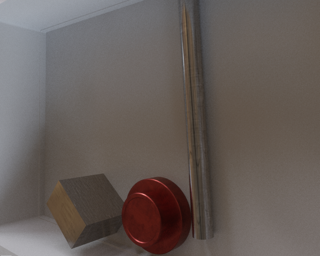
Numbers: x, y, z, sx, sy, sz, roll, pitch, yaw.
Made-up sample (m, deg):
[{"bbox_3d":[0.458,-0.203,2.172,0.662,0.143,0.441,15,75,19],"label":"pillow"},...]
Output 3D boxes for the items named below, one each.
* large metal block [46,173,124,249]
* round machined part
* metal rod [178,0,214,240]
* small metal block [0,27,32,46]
[{"bbox_3d":[-0.105,0.117,0.455,0.080,0.081,0.050,47,118,29],"label":"large metal block"},{"bbox_3d":[-0.012,0.115,0.404,0.098,0.042,0.097,0,90,39],"label":"round machined part"},{"bbox_3d":[0.042,-0.022,0.370,0.025,0.025,0.298,-6,86,39],"label":"metal rod"},{"bbox_3d":[-0.300,-0.187,0.637,0.050,0.050,0.025,11,97,39],"label":"small metal block"}]
